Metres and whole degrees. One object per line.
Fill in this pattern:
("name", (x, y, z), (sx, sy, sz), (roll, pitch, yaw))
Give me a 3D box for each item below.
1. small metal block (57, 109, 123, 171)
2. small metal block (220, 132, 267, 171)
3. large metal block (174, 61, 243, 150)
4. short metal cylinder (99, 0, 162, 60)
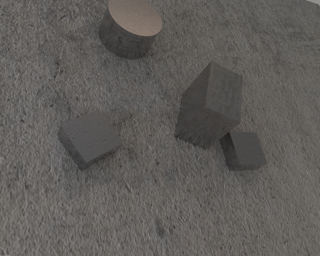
("small metal block", (-0.080, 0.013, 0.353), (0.050, 0.025, 0.050), (-29, 78, -37))
("small metal block", (0.120, 0.034, 0.448), (0.050, 0.025, 0.050), (2, 61, -28))
("large metal block", (0.066, -0.029, 0.422), (0.050, 0.080, 0.080), (24, 53, -14))
("short metal cylinder", (-0.044, -0.148, 0.454), (0.081, 0.050, 0.080), (14, 56, -21))
